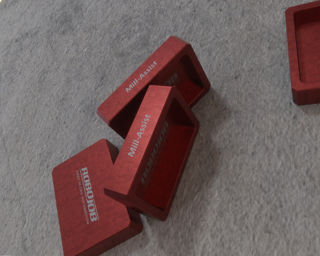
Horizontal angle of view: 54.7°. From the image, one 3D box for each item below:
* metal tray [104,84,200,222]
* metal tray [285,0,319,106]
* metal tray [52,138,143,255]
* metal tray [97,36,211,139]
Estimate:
[{"bbox_3d":[-0.002,0.028,0.344,0.030,0.090,0.130,9,66,32],"label":"metal tray"},{"bbox_3d":[0.196,-0.092,0.354,0.090,0.030,0.130,-6,59,25],"label":"metal tray"},{"bbox_3d":[-0.083,0.087,0.389,0.090,0.030,0.130,-31,52,8],"label":"metal tray"},{"bbox_3d":[-0.003,-0.037,0.384,0.130,0.090,0.030,-46,51,-4],"label":"metal tray"}]
